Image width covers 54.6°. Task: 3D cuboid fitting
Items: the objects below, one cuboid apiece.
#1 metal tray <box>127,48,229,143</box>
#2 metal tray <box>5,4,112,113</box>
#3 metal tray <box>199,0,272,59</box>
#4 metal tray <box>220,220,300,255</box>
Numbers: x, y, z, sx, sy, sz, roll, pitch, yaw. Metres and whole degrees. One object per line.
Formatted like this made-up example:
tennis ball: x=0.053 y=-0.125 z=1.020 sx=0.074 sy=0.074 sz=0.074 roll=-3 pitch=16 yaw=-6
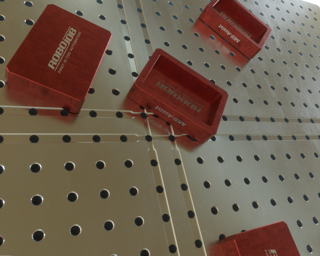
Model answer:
metal tray: x=0.030 y=-0.048 z=0.449 sx=0.130 sy=0.030 sz=0.090 roll=32 pitch=52 yaw=-8
metal tray: x=-0.123 y=-0.091 z=0.394 sx=0.090 sy=0.030 sz=0.130 roll=23 pitch=53 yaw=-15
metal tray: x=0.151 y=-0.205 z=0.609 sx=0.130 sy=0.030 sz=0.090 roll=38 pitch=51 yaw=-2
metal tray: x=0.134 y=0.184 z=0.364 sx=0.091 sy=0.030 sz=0.130 roll=-3 pitch=63 yaw=-30
